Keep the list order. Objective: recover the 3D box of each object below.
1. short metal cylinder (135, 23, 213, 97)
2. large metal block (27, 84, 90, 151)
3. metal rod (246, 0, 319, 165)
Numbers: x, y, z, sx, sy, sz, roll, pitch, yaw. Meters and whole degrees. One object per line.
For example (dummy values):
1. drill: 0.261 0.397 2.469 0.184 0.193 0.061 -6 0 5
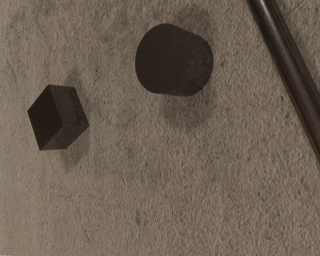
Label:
1. short metal cylinder: 0.016 -0.079 0.373 0.080 0.050 0.079 0 90 39
2. large metal block: -0.176 -0.016 0.530 0.080 0.050 0.080 -38 67 33
3. metal rod: 0.111 -0.108 0.312 0.025 0.025 0.299 -29 72 36
